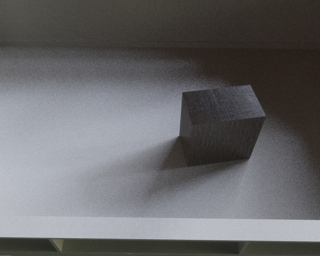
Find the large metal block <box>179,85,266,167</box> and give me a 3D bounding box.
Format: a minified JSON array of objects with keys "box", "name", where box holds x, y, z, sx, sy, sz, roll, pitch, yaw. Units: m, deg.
[{"box":[0.069,-0.001,0.371,0.080,0.080,0.050,-7,51,-6],"name":"large metal block"}]
